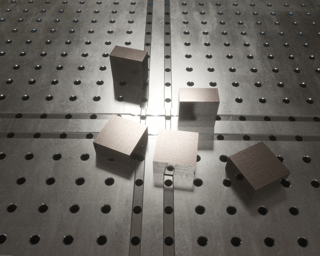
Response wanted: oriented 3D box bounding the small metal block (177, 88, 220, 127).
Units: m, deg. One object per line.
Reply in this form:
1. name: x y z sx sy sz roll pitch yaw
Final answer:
1. small metal block: 0.050 -0.027 0.415 0.050 0.050 0.025 0 50 0

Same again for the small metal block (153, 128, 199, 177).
1. small metal block: 0.020 0.030 0.383 0.050 0.025 0.050 6 50 5

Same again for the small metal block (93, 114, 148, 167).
1. small metal block: -0.049 0.015 0.394 0.050 0.025 0.050 19 52 14

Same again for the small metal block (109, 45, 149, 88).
1. small metal block: -0.046 -0.093 0.469 0.050 0.050 0.025 13 51 10

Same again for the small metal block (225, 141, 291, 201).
1. small metal block: 0.115 0.050 0.367 0.050 0.025 0.050 -22 54 -18
